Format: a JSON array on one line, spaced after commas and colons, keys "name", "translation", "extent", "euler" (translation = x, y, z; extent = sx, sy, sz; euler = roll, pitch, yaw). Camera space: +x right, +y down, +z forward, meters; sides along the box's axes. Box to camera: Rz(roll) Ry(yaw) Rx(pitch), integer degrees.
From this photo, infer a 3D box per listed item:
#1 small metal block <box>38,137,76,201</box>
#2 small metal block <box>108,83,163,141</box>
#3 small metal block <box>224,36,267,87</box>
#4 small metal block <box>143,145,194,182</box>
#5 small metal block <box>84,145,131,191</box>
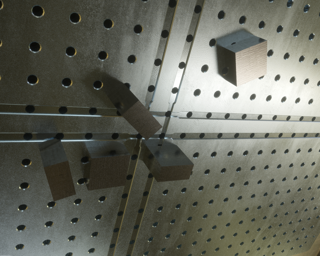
[{"name": "small metal block", "translation": [-0.120, 0.047, 0.360], "extent": [0.025, 0.050, 0.050], "euler": [-15, 125, -20]}, {"name": "small metal block", "translation": [-0.030, -0.019, 0.368], "extent": [0.025, 0.050, 0.050], "euler": [-42, 130, 0]}, {"name": "small metal block", "translation": [0.117, -0.091, 0.421], "extent": [0.050, 0.025, 0.050], "euler": [-24, 127, -14]}, {"name": "small metal block", "translation": [0.011, 0.048, 0.433], "extent": [0.050, 0.050, 0.025], "euler": [1, 118, -29]}, {"name": "small metal block", "translation": [-0.070, 0.051, 0.406], "extent": [0.050, 0.025, 0.050], "euler": [-3, 120, -28]}]
